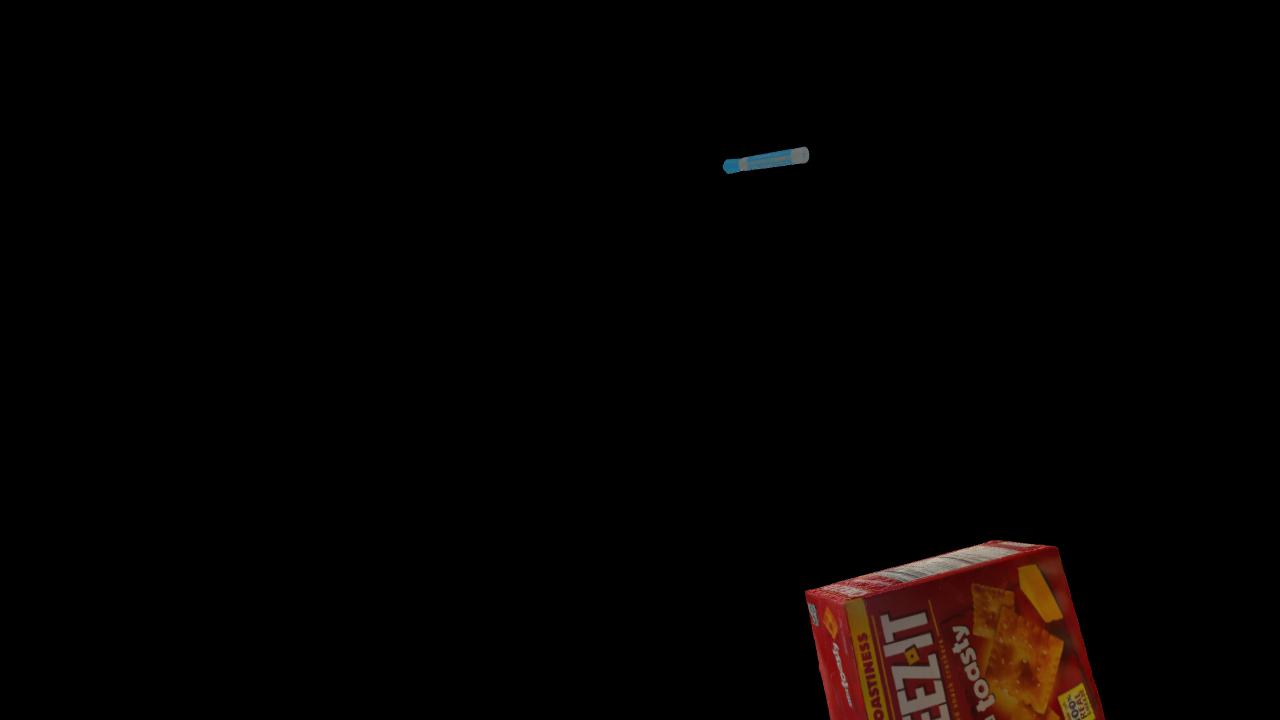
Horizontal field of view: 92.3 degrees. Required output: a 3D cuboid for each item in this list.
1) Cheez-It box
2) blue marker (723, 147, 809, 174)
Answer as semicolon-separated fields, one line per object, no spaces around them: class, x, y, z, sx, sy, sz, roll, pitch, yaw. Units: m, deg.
Cheez-It box;0.265;0.258;0.520;0.223;0.166;0.071;-7;-10;-15
blue marker;0.155;-0.251;0.776;0.121;0.020;0.020;7;5;44
